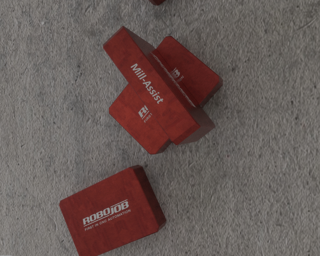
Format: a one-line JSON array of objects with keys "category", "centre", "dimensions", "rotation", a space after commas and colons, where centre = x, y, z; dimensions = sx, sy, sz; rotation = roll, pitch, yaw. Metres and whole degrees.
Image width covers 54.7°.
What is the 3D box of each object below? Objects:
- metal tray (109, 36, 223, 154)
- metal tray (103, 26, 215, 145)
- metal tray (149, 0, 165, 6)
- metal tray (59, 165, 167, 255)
[{"category": "metal tray", "centre": [0.006, -0.041, 0.404], "dimensions": [0.090, 0.030, 0.130], "rotation": [44, 103, 14]}, {"category": "metal tray", "centre": [0.003, -0.043, 0.340], "dimensions": [0.030, 0.090, 0.130], "rotation": [-40, 78, 16]}, {"category": "metal tray", "centre": [-0.003, -0.242, 0.407], "dimensions": [0.090, 0.030, 0.130], "rotation": [-30, 80, 17]}, {"category": "metal tray", "centre": [-0.068, 0.118, 0.430], "dimensions": [0.130, 0.030, 0.090], "rotation": [-27, 81, 17]}]
